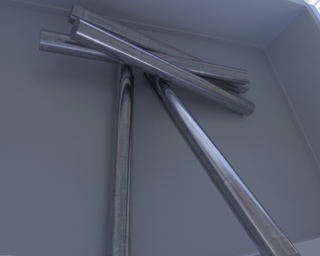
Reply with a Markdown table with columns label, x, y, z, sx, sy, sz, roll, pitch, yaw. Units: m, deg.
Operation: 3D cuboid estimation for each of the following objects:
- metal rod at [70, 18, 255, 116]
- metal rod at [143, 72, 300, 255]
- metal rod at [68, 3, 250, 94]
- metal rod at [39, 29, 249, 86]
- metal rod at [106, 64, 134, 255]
| label | x | y | z | sx | sy | sz | roll | pitch | yaw |
| --- | --- | --- | --- | --- | --- | --- | --- | --- | --- |
| metal rod | 0.026 | -0.070 | 0.421 | 0.302 | 0.025 | 0.025 | 18 | 54 | -34 |
| metal rod | 0.042 | 0.013 | 0.343 | 0.025 | 0.025 | 0.300 | 1 | 36 | -28 |
| metal rod | 0.016 | -0.107 | 0.458 | 0.302 | 0.025 | 0.025 | 16 | 55 | -28 |
| metal rod | -0.004 | -0.091 | 0.426 | 0.302 | 0.025 | 0.025 | 5 | 60 | -25 |
| metal rod | -0.045 | 0.011 | 0.375 | 0.025 | 0.025 | 0.299 | 12 | 57 | -22 |
